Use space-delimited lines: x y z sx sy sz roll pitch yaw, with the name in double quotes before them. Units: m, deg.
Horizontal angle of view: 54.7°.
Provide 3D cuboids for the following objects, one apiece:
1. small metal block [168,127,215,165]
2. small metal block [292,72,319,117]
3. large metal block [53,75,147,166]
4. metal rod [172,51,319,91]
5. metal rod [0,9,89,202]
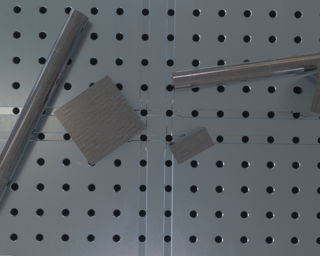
"small metal block" 0.039 0.021 0.401 0.050 0.050 0.025 -29 90 0
"small metal block" 0.201 -0.042 0.403 0.025 0.050 0.050 14 90 0
"large metal block" -0.073 -0.009 0.400 0.080 0.050 0.080 -35 90 0
"metal rod" 0.167 -0.083 0.414 0.302 0.025 0.025 -8 90 0
"metal rod" -0.172 -0.017 0.411 0.025 0.025 0.299 26 90 0
